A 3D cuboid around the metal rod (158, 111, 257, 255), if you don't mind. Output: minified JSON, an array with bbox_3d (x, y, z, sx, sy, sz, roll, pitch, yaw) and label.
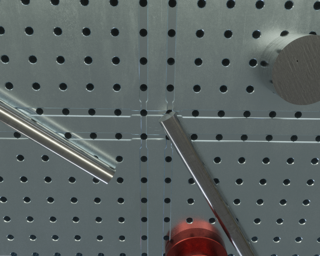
[{"bbox_3d":[0.082,0.107,0.453,0.025,0.025,0.299,-28,108,10],"label":"metal rod"}]

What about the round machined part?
[{"bbox_3d":[0.057,0.210,0.482,0.099,0.042,0.097,0,110,0],"label":"round machined part"}]

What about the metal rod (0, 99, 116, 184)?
[{"bbox_3d":[-0.192,-0.012,0.406,0.301,0.025,0.025,34,107,-12],"label":"metal rod"}]

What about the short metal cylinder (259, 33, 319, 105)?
[{"bbox_3d":[0.167,-0.073,0.375,0.081,0.050,0.079,0,110,0],"label":"short metal cylinder"}]
